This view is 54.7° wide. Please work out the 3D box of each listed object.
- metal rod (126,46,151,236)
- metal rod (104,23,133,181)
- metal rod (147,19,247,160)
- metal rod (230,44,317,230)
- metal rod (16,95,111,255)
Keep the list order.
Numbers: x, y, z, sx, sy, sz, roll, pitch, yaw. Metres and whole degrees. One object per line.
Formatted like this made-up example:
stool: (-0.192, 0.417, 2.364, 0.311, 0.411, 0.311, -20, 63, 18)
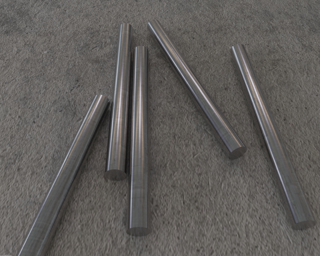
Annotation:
metal rod: (-0.026, -0.009, 0.410, 0.025, 0.025, 0.300, -1, 50, -1)
metal rod: (-0.056, -0.060, 0.453, 0.025, 0.025, 0.300, -1, 50, -1)
metal rod: (0.042, -0.077, 0.467, 0.025, 0.025, 0.300, -16, 52, -13)
metal rod: (0.138, -0.014, 0.415, 0.025, 0.025, 0.300, -3, 50, -3)
metal rod: (-0.112, 0.075, 0.339, 0.025, 0.025, 0.300, 9, 50, 7)
